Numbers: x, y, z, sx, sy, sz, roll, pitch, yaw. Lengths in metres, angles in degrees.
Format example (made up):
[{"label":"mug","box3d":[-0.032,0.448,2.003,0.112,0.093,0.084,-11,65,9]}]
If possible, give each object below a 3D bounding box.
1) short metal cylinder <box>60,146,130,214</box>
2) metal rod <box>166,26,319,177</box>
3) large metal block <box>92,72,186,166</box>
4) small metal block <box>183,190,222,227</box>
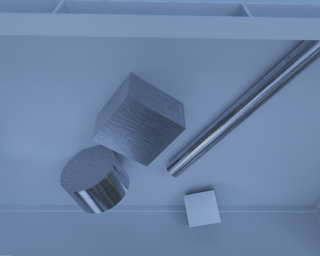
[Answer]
[{"label":"short metal cylinder","box3d":[-0.090,0.071,0.432,0.080,0.080,0.050,-15,129,12]},{"label":"metal rod","box3d":[0.109,-0.028,0.386,0.025,0.025,0.299,30,124,-23]},{"label":"large metal block","box3d":[-0.026,-0.008,0.385,0.080,0.050,0.080,29,124,-23]},{"label":"small metal block","box3d":[0.069,0.130,0.501,0.050,0.050,0.025,-13,167,10]}]
